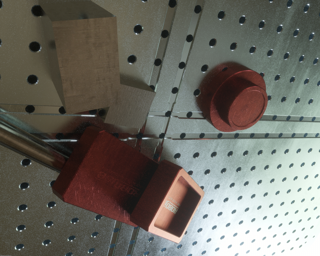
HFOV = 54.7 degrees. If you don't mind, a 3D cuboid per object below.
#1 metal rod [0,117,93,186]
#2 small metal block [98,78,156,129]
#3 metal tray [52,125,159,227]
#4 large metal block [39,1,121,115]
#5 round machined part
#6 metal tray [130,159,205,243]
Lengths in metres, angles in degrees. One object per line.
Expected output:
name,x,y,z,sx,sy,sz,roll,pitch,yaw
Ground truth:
metal rod,-0.140,0.025,0.350,0.025,0.025,0.301,-47,130,5
small metal block,-0.040,-0.030,0.372,0.050,0.025,0.050,10,113,-33
metal tray,-0.057,0.065,0.395,0.130,0.030,0.090,37,76,-41
large metal block,-0.076,-0.070,0.292,0.050,0.080,0.079,-13,124,-22
round machined part,0.113,-0.036,0.442,0.099,0.042,0.097,-14,124,-21
metal tray,0.017,0.109,0.443,0.090,0.030,0.130,-60,148,-14
